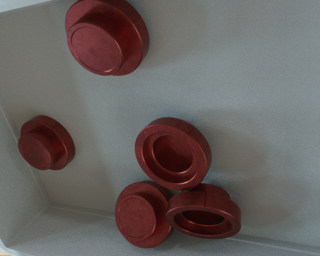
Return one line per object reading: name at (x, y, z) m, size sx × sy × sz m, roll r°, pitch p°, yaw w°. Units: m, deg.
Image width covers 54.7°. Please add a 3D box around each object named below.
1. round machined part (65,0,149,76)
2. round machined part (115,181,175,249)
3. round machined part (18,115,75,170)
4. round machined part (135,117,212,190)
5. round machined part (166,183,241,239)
round machined part at (-0.066, -0.099, 0.354) m, size 0.098 × 0.042 × 0.097 m, roll 15°, pitch 140°, yaw 14°
round machined part at (-0.027, 0.130, 0.463) m, size 0.098 × 0.042 × 0.097 m, roll -2°, pitch 86°, yaw 26°
round machined part at (-0.195, 0.031, 0.517) m, size 0.098 × 0.042 × 0.097 m, roll 13°, pitch 124°, yaw 20°
round machined part at (0.020, 0.029, 0.403) m, size 0.098 × 0.042 × 0.097 m, roll 13°, pitch 122°, yaw 22°
round machined part at (0.060, 0.110, 0.420) m, size 0.099 × 0.042 × 0.097 m, roll 8°, pitch 140°, yaw 7°
